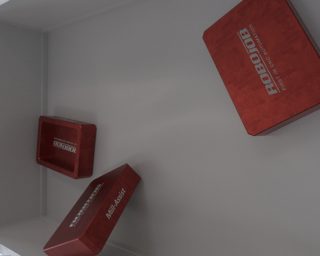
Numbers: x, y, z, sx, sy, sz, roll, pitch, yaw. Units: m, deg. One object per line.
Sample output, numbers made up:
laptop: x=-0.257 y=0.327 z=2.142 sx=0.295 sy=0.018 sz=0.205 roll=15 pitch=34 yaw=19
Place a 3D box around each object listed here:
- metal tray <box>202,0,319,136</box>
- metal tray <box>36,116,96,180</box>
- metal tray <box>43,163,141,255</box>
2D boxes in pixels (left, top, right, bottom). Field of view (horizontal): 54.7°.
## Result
metal tray: x=0.108 y=-0.067 z=0.314 sx=0.090 sy=0.030 sz=0.130 roll=-33 pitch=70 yaw=35
metal tray: x=-0.167 y=0.030 z=0.541 sx=0.130 sy=0.030 sz=0.089 roll=10 pitch=97 yaw=39
metal tray: x=-0.087 y=0.112 z=0.416 sx=0.090 sy=0.130 sz=0.030 roll=-29 pitch=109 yaw=36
